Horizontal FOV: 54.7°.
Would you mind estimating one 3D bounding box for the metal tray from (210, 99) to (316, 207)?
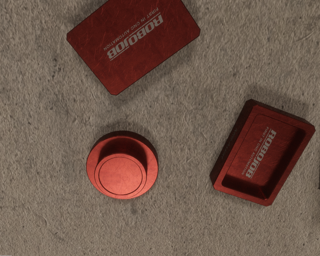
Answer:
[{"bbox_3d":[0.135,0.036,0.422,0.091,0.030,0.129,20,109,-8],"label":"metal tray"}]

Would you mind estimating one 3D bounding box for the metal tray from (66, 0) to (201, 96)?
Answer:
[{"bbox_3d":[-0.030,-0.111,0.366,0.130,0.030,0.090,-34,107,11],"label":"metal tray"}]

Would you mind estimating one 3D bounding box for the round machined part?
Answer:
[{"bbox_3d":[-0.051,0.056,0.421,0.099,0.042,0.097,0,110,-1],"label":"round machined part"}]
